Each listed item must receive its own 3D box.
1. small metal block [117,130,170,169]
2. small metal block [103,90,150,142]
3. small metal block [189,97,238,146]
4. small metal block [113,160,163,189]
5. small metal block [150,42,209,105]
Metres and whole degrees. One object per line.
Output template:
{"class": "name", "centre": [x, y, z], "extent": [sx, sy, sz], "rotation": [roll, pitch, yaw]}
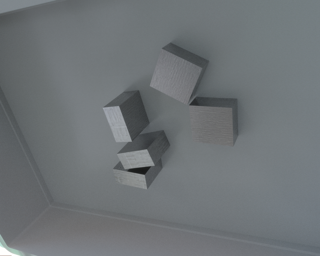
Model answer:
{"class": "small metal block", "centre": [-0.022, 0.029, 0.422], "extent": [0.050, 0.050, 0.025], "rotation": [-11, 113, 33]}
{"class": "small metal block", "centre": [-0.042, -0.016, 0.405], "extent": [0.025, 0.050, 0.050], "rotation": [-3, 117, 30]}
{"class": "small metal block", "centre": [0.065, -0.008, 0.369], "extent": [0.050, 0.025, 0.050], "rotation": [5, 121, 25]}
{"class": "small metal block", "centre": [-0.031, 0.058, 0.445], "extent": [0.050, 0.050, 0.025], "rotation": [7, 121, 25]}
{"class": "small metal block", "centre": [0.022, -0.063, 0.358], "extent": [0.050, 0.025, 0.050], "rotation": [28, 128, 10]}
